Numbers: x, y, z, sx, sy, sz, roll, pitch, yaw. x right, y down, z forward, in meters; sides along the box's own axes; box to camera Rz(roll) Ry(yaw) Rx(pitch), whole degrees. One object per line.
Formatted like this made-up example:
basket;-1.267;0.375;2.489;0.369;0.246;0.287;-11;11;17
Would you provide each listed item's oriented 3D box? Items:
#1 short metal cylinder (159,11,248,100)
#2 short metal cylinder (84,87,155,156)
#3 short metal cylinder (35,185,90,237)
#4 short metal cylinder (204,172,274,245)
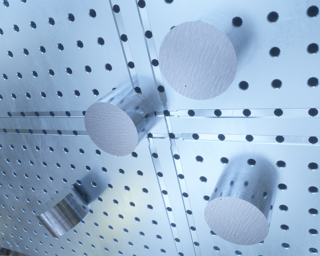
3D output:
short metal cylinder;0.046;-0.076;0.324;0.080;0.050;0.079;13;124;21
short metal cylinder;-0.053;-0.009;0.418;0.080;0.050;0.079;13;124;21
short metal cylinder;-0.175;0.149;0.561;0.080;0.080;0.050;-25;105;37
short metal cylinder;0.104;0.105;0.405;0.080;0.050;0.079;13;124;21
